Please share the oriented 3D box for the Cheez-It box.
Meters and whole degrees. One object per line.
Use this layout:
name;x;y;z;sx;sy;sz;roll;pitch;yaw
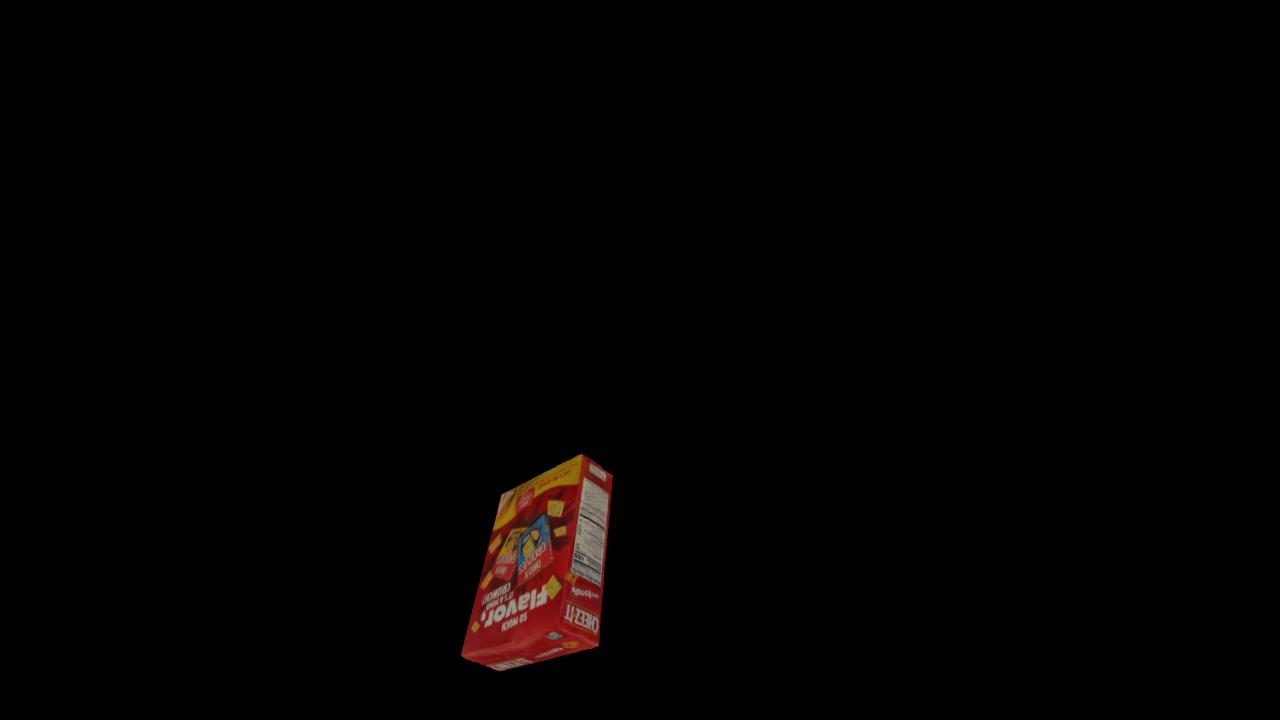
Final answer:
Cheez-It box;-0.119;0.247;0.759;0.166;0.223;0.071;-30;-54;30
